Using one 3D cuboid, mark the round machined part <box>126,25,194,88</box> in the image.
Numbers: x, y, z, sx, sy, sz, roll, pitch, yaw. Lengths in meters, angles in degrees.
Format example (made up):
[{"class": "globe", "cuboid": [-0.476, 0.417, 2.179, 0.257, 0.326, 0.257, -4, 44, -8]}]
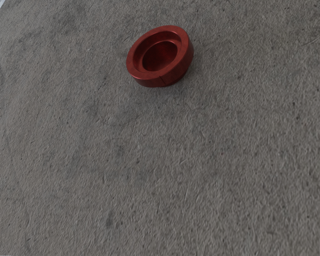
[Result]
[{"class": "round machined part", "cuboid": [0.004, -0.098, 0.453, 0.098, 0.042, 0.098, -13, 56, 21]}]
